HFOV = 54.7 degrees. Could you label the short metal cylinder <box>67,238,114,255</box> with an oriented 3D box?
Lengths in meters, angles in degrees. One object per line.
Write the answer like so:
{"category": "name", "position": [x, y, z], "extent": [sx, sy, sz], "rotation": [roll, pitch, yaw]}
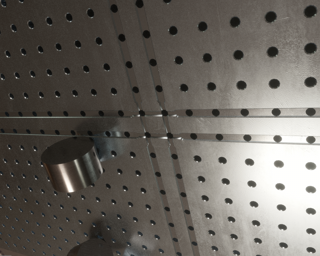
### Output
{"category": "short metal cylinder", "position": [-0.139, 0.265, 0.610], "extent": [0.080, 0.080, 0.050], "rotation": [48, 129, -6]}

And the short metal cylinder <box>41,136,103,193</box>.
{"category": "short metal cylinder", "position": [-0.134, 0.054, 0.478], "extent": [0.080, 0.080, 0.050], "rotation": [3, 120, 26]}
